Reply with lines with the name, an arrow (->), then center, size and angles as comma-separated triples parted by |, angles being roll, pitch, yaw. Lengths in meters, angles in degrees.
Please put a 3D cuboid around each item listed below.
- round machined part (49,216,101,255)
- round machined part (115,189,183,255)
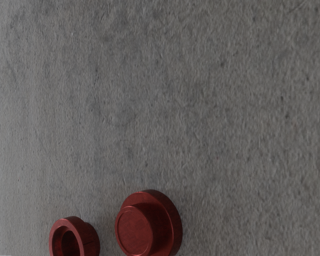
round machined part -> -0.135, 0.192, 0.502 | 0.098, 0.042, 0.097 | 0, 90, 39
round machined part -> -0.022, 0.133, 0.410 | 0.098, 0.042, 0.097 | 0, 90, 39
